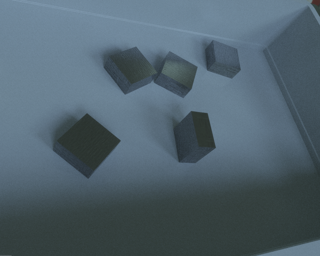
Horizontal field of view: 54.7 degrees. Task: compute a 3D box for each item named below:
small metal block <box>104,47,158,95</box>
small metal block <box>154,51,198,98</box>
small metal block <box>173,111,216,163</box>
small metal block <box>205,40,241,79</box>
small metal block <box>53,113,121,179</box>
[{"bbox_3d":[-0.041,-0.081,0.433,0.050,0.025,0.050,-32,79,-38],"label":"small metal block"},{"bbox_3d":[0.025,-0.081,0.468,0.050,0.025,0.050,27,52,-12],"label":"small metal block"},{"bbox_3d":[0.044,0.013,0.405,0.025,0.050,0.050,6,59,-25],"label":"small metal block"},{"bbox_3d":[0.108,-0.119,0.536,0.050,0.025,0.050,14,56,-21],"label":"small metal block"},{"bbox_3d":[-0.082,0.020,0.349,0.050,0.025,0.050,39,51,-2],"label":"small metal block"}]
